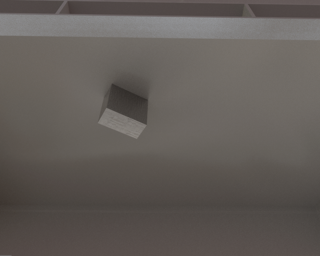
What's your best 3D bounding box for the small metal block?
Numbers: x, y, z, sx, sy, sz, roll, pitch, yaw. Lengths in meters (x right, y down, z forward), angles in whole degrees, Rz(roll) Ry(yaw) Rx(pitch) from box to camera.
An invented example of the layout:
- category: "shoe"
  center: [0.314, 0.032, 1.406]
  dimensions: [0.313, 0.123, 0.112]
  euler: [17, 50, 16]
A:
- category: "small metal block"
  center: [-0.043, -0.021, 0.375]
  dimensions: [0.050, 0.050, 0.025]
  euler: [23, 126, -19]
